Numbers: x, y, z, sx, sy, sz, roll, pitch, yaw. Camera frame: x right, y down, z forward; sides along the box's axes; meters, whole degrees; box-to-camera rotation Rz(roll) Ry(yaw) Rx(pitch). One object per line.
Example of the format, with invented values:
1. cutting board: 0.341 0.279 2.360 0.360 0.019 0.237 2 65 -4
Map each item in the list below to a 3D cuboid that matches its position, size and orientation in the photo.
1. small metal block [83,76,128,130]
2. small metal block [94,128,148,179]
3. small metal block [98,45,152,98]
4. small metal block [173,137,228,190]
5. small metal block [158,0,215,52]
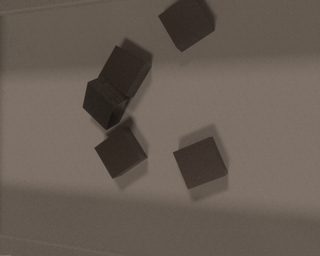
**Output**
1. small metal block: -0.076 -0.034 0.423 0.050 0.025 0.050 43 138 14
2. small metal block: -0.054 0.034 0.428 0.050 0.025 0.050 -36 79 16
3. small metal block: -0.048 -0.077 0.427 0.050 0.025 0.050 35 101 16
4. small metal block: 0.051 0.044 0.392 0.050 0.025 0.050 -24 82 18
5. small metal block: 0.034 -0.135 0.398 0.050 0.025 0.050 -31 80 17
